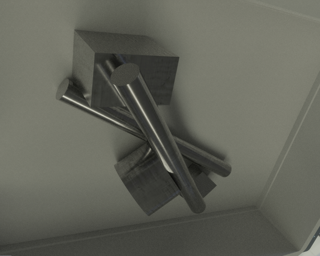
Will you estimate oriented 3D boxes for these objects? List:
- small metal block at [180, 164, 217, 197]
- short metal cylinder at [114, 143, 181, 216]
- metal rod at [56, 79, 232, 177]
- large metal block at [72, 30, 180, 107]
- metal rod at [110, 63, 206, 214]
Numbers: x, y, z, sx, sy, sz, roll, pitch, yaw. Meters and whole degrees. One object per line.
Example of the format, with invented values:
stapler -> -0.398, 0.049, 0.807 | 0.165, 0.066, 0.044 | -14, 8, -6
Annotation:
small metal block -> 0.055, 0.091, 0.496 | 0.050, 0.025, 0.050 | -44, 130, 2
short metal cylinder -> -0.016, 0.067, 0.404 | 0.050, 0.080, 0.080 | -35, 129, -6
metal rod -> 0.002, 0.014, 0.419 | 0.301, 0.025, 0.025 | 28, 103, -38
large metal block -> -0.039, -0.062, 0.314 | 0.081, 0.080, 0.050 | -4, 120, -27
metal rod -> 0.016, 0.039, 0.366 | 0.025, 0.025, 0.299 | -35, 142, -6
